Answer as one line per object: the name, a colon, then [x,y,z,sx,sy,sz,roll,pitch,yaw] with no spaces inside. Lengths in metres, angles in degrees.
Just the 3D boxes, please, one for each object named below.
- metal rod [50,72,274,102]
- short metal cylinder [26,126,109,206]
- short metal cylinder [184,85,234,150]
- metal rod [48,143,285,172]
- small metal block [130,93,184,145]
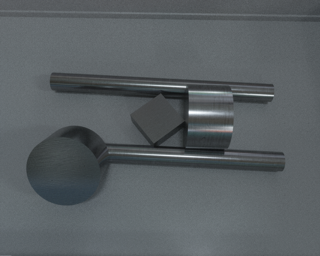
metal rod: [0.003,-0.056,0.428,0.302,0.025,0.025,3,70,0]
short metal cylinder: [-0.104,0.042,0.360,0.081,0.050,0.079,0,104,1]
short metal cylinder: [0.057,-0.014,0.385,0.050,0.080,0.080,2,70,0]
metal rod: [0.004,0.035,0.395,0.302,0.025,0.025,3,70,0]
small metal block: [-0.003,-0.009,0.411,0.050,0.025,0.050,-36,74,-13]
